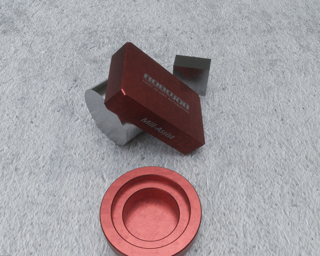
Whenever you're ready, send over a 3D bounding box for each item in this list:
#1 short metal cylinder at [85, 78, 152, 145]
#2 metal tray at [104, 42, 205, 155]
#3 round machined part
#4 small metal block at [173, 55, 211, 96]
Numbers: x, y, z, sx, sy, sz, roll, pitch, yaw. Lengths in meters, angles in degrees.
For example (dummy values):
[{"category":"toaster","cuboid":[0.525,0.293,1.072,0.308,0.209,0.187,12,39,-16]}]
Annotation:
[{"category":"short metal cylinder","cuboid":[-0.049,-0.025,0.388,0.050,0.080,0.080,-37,59,-27]},{"category":"metal tray","cuboid":[-0.002,-0.034,0.375,0.130,0.030,0.090,32,41,-33]},{"category":"round machined part","cuboid":[-0.009,0.091,0.315,0.099,0.042,0.098,0,50,0]},{"category":"small metal block","cuboid":[0.045,-0.076,0.452,0.050,0.050,0.025,8,51,6]}]
